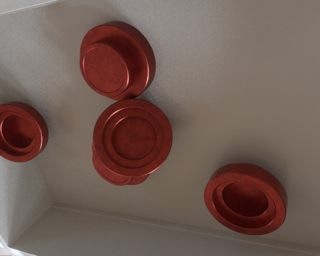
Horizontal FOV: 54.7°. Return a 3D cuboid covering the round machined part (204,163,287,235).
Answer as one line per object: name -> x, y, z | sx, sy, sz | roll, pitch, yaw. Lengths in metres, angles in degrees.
round machined part -> 0.109, 0.084, 0.392 | 0.098, 0.042, 0.097 | 13, 124, 21

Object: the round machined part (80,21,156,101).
round machined part -> -0.058, -0.077, 0.381 | 0.098, 0.042, 0.097 | 13, 124, 21

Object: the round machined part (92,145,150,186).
round machined part -> -0.060, 0.046, 0.458 | 0.098, 0.042, 0.097 | 13, 124, 21

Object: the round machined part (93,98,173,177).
round machined part -> -0.033, 0.013, 0.402 | 0.099, 0.042, 0.097 | 0, 84, 0

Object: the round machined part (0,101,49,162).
round machined part -> -0.228, 0.003, 0.508 | 0.098, 0.042, 0.097 | 3, 108, 9
